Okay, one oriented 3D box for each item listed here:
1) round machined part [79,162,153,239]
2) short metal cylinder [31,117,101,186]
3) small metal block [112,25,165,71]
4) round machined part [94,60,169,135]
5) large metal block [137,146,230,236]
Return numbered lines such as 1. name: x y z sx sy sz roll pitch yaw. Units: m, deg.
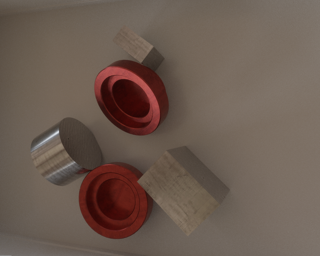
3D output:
1. round machined part: -0.056 0.094 0.418 0.098 0.042 0.097 1 92 17
2. short metal cylinder: -0.127 0.032 0.424 0.050 0.080 0.080 -30 80 17
3. small metal block: -0.027 -0.102 0.405 0.050 0.050 0.025 40 97 15
4. round machined part: -0.032 -0.042 0.395 0.098 0.042 0.097 19 133 22
5. large metal block: 0.032 0.069 0.370 0.080 0.080 0.050 45 104 14
